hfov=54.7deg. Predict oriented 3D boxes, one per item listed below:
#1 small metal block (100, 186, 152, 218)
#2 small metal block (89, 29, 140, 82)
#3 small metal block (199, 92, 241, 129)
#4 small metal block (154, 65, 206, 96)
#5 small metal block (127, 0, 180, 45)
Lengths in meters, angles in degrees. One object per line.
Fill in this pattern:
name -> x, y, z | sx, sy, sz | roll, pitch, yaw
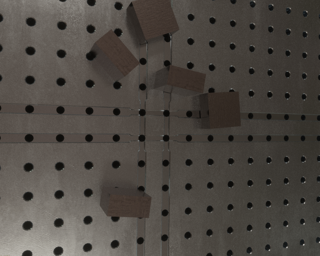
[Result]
small metal block -> -0.044, 0.091, 0.384 | 0.050, 0.050, 0.025 | 9, 87, -20
small metal block -> -0.057, -0.086, 0.379 | 0.025, 0.050, 0.050 | -45, 105, -15
small metal block -> 0.087, -0.026, 0.446 | 0.050, 0.025, 0.050 | -5, 92, -20
small metal block -> 0.025, -0.061, 0.410 | 0.050, 0.050, 0.025 | 10, 87, -20
small metal block -> -0.009, -0.144, 0.410 | 0.050, 0.025, 0.050 | -23, 98, -19
